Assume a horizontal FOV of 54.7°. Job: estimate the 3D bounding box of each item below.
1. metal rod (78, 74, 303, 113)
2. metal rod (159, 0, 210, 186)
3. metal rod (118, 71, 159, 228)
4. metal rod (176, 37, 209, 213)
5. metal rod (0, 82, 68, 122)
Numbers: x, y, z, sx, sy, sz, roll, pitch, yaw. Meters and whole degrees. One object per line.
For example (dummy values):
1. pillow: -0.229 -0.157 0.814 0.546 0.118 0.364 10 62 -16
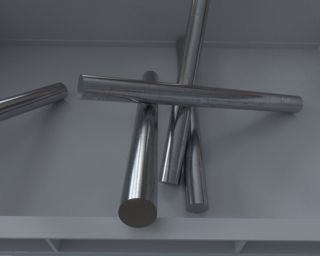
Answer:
1. metal rod: 0.057 -0.037 0.369 0.303 0.025 0.025 1 47 -27
2. metal rod: 0.037 -0.077 0.397 0.025 0.025 0.299 9 73 7
3. metal rod: -0.014 -0.010 0.335 0.025 0.025 0.300 0 26 0
4. metal rod: 0.040 -0.028 0.429 0.025 0.025 0.300 0 50 0
5. metal rod: -0.216 -0.003 0.329 0.025 0.025 0.302 25 31 19
